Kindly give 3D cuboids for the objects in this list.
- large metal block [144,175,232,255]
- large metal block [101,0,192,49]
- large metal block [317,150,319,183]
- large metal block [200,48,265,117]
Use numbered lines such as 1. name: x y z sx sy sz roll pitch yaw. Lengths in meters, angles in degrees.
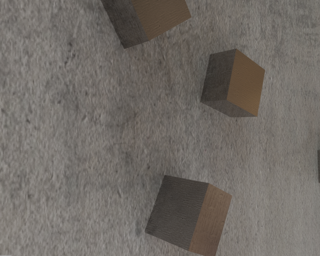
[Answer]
1. large metal block: 0.036 0.112 0.402 0.050 0.080 0.080 32 70 -36
2. large metal block: -0.018 -0.153 0.374 0.080 0.050 0.080 -39 114 -33
3. large metal block: 0.428 0.089 0.753 0.081 0.050 0.079 -7 95 -40
4. large metal block: 0.116 -0.067 0.489 0.080 0.050 0.080 21 77 -38
